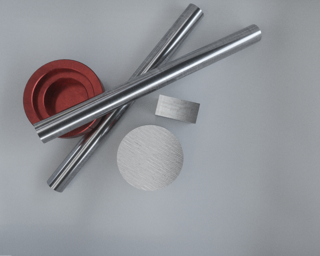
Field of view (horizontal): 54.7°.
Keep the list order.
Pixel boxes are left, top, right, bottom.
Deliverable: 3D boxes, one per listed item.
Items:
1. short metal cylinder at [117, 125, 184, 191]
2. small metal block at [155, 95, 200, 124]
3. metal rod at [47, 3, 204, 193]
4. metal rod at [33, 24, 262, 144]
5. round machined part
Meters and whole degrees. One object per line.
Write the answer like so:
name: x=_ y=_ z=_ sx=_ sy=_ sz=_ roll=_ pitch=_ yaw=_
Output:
short metal cylinder: x=-0.012 y=0.036 z=0.399 sx=0.081 sy=0.050 sz=0.079 roll=0 pitch=90 yaw=-1
small metal block: x=0.021 y=-0.023 z=0.399 sx=0.050 sy=0.050 sz=0.025 roll=13 pitch=90 yaw=-1
metal rod: x=-0.045 y=-0.040 z=0.410 sx=0.025 sy=0.025 sz=0.300 roll=39 pitch=90 yaw=-1
metal rod: x=-0.004 y=-0.060 z=0.379 sx=0.302 sy=0.025 sz=0.025 roll=-27 pitch=90 yaw=-13
round machined part: x=-0.117 y=-0.034 z=0.397 sx=0.099 sy=0.042 sz=0.097 roll=0 pitch=83 yaw=1
